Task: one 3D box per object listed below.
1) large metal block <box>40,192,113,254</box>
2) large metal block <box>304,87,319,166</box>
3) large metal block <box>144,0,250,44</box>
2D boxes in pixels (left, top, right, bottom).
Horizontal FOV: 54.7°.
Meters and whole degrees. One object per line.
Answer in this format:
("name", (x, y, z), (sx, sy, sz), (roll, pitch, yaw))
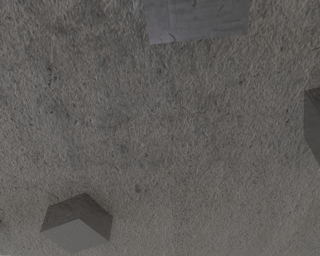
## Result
("large metal block", (-0.139, 0.164, 0.529), (0.080, 0.050, 0.080), (-23, 127, 18))
("large metal block", (0.215, 0.003, 0.375), (0.050, 0.080, 0.080), (-13, 129, 10))
("large metal block", (0.029, -0.118, 0.271), (0.080, 0.080, 0.050), (-5, 130, 4))
